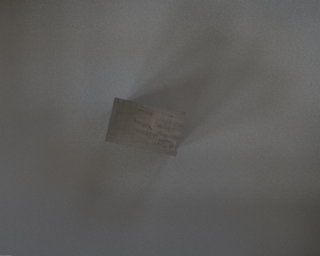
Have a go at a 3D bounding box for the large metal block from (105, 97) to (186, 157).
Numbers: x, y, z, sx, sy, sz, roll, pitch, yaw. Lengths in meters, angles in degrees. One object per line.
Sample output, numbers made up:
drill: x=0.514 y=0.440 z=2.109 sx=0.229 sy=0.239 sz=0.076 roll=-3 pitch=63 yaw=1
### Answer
large metal block: x=-0.016 y=-0.001 z=0.381 sx=0.080 sy=0.080 sz=0.050 roll=12 pitch=90 yaw=-1
